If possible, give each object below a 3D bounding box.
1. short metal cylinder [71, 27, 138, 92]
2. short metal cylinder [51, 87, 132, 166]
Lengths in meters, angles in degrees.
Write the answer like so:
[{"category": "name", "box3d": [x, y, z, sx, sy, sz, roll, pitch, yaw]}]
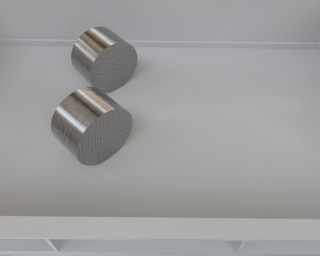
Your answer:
[{"category": "short metal cylinder", "box3d": [-0.080, -0.099, 0.452, 0.080, 0.080, 0.050, -33, 58, -25]}, {"category": "short metal cylinder", "box3d": [-0.080, -0.002, 0.370, 0.080, 0.080, 0.050, -37, 60, -27]}]
